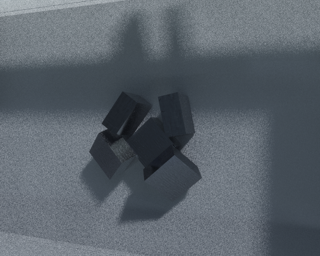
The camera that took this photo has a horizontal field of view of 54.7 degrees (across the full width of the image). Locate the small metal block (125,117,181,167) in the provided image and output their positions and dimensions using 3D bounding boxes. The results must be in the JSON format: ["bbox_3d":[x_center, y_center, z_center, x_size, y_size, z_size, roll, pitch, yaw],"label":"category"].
[{"bbox_3d":[-0.009,0.021,0.410,0.050,0.025,0.050,-44,77,14],"label":"small metal block"}]

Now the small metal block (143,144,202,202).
[{"bbox_3d":[0.015,0.057,0.389,0.050,0.025,0.050,-43,114,14],"label":"small metal block"}]

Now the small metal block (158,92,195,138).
[{"bbox_3d":[0.022,-0.015,0.386,0.025,0.050,0.050,-12,86,18],"label":"small metal block"}]

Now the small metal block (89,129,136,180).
[{"bbox_3d":[-0.065,0.034,0.418,0.050,0.025,0.050,51,138,12],"label":"small metal block"}]

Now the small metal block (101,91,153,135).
[{"bbox_3d":[-0.042,-0.018,0.409,0.025,0.050,0.050,38,102,16],"label":"small metal block"}]
